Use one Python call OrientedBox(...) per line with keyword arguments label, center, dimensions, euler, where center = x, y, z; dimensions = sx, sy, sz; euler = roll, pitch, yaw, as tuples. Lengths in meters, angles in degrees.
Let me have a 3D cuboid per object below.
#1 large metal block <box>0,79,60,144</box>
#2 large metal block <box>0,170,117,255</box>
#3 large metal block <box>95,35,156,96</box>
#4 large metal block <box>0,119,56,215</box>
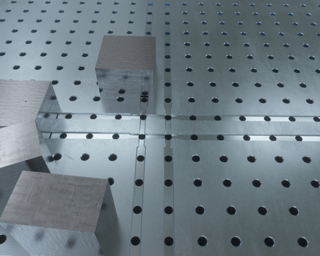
OrientedBox(label="large metal block", center=(-0.187, -0.017, 0.403), dimensions=(0.081, 0.050, 0.080), euler=(2, 50, 1))
OrientedBox(label="large metal block", center=(-0.090, 0.087, 0.298), dimensions=(0.080, 0.080, 0.050), euler=(5, 50, 4))
OrientedBox(label="large metal block", center=(-0.048, -0.096, 0.471), dimensions=(0.081, 0.050, 0.080), euler=(2, 50, 1))
OrientedBox(label="large metal block", center=(-0.160, 0.045, 0.332), dimensions=(0.081, 0.080, 0.050), euler=(-17, 52, -14))
